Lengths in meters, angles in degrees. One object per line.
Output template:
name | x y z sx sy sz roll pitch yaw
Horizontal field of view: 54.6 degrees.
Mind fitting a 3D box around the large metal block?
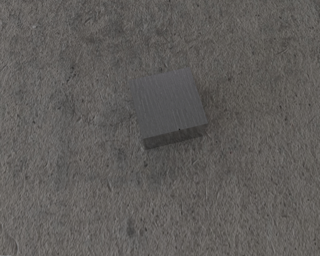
large metal block | 0.009 -0.024 0.404 0.080 0.050 0.080 -13 71 -5
